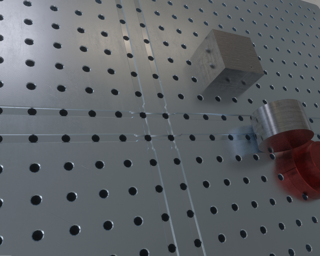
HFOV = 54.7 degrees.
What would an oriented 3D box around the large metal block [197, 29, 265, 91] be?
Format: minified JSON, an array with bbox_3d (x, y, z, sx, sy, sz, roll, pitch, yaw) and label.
[{"bbox_3d":[0.118,-0.113,0.524,0.081,0.050,0.080,3,60,-27],"label":"large metal block"}]

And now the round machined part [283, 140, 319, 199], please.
[{"bbox_3d":[0.251,0.060,0.496,0.099,0.042,0.098,14,56,-21],"label":"round machined part"}]

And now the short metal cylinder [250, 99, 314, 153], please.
[{"bbox_3d":[0.184,-0.001,0.472,0.081,0.080,0.050,6,59,-25],"label":"short metal cylinder"}]
